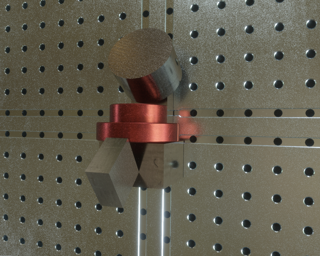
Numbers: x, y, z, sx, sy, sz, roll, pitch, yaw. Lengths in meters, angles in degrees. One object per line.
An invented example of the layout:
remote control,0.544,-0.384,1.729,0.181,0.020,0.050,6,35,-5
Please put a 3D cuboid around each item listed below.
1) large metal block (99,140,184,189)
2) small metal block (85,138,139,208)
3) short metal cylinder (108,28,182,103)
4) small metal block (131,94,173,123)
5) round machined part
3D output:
large metal block,-0.020,0.041,0.389,0.080,0.080,0.050,1,91,19
small metal block,-0.047,0.045,0.318,0.025,0.050,0.050,1,129,19
short metal cylinder,-0.017,-0.078,0.387,0.080,0.050,0.080,-8,58,14
small metal block,-0.010,-0.031,0.414,0.050,0.025,0.050,1,90,19
round machined part,-0.026,-0.007,0.371,0.098,0.098,0.042,1,91,19
